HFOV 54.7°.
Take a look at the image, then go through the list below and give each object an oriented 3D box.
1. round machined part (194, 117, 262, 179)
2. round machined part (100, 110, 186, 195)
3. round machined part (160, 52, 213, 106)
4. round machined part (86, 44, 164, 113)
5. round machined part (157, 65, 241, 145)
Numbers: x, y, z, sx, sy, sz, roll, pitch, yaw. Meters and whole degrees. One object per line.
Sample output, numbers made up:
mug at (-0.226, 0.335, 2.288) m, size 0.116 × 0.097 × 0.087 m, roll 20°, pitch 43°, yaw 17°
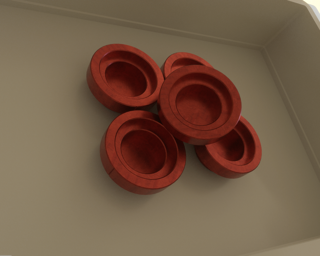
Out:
round machined part at (0.087, 0.024, 0.427) m, size 0.099 × 0.042 × 0.098 m, roll 14°, pitch 56°, yaw -21°
round machined part at (-0.023, 0.031, 0.363) m, size 0.099 × 0.042 × 0.098 m, roll 14°, pitch 56°, yaw -21°
round machined part at (0.041, -0.059, 0.453) m, size 0.099 × 0.042 × 0.098 m, roll 14°, pitch 56°, yaw -21°
round machined part at (-0.047, -0.058, 0.404) m, size 0.099 × 0.042 × 0.098 m, roll 14°, pitch 56°, yaw -21°
round machined part at (0.045, -0.025, 0.379) m, size 0.099 × 0.042 × 0.098 m, roll 3°, pitch 68°, yaw -8°
